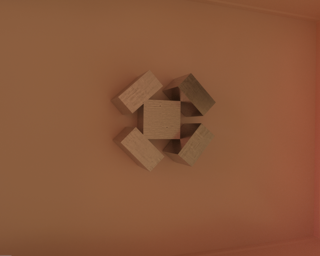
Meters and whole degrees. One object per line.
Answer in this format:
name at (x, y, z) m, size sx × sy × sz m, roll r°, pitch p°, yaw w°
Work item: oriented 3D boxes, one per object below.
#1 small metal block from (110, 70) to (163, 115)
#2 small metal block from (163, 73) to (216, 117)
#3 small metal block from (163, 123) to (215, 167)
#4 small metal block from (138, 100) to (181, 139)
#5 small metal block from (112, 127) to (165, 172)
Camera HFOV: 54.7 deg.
small metal block at (-0.030, -0.043, 0.384) m, size 0.050 × 0.050 × 0.025 m, roll -43°, pitch 103°, yaw -14°
small metal block at (0.037, -0.042, 0.408) m, size 0.025 × 0.050 × 0.050 m, roll -47°, pitch 106°, yaw -15°
small metal block at (0.037, 0.021, 0.408) m, size 0.025 × 0.050 × 0.050 m, roll 42°, pitch 76°, yaw -16°
small metal block at (-0.001, -0.011, 0.408) m, size 0.050 × 0.025 × 0.050 m, roll 1°, pitch 90°, yaw -20°
small metal block at (-0.028, 0.025, 0.385) m, size 0.025 × 0.050 × 0.050 m, roll -46°, pitch 104°, yaw -13°
